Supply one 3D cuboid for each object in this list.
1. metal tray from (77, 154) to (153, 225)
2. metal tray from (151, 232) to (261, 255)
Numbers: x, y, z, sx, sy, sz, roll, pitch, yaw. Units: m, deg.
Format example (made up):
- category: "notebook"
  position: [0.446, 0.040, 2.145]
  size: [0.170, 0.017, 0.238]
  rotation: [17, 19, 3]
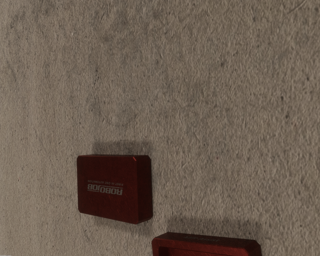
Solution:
- category: "metal tray"
  position: [-0.071, 0.085, 0.458]
  size: [0.130, 0.030, 0.089]
  rotation: [-3, 88, 39]
- category: "metal tray"
  position: [0.052, 0.173, 0.356]
  size: [0.130, 0.030, 0.089]
  rotation: [-10, 83, 39]
